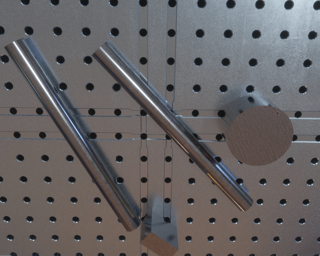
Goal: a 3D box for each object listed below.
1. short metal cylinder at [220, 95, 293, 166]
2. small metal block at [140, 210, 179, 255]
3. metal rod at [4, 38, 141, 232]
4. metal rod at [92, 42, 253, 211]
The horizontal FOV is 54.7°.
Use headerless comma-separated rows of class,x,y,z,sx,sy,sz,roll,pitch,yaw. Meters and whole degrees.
short metal cylinder,0.123,0.002,0.402,0.081,0.050,0.079,0,110,0
small metal block,-0.001,0.158,0.458,0.050,0.050,0.025,38,106,-13
metal rod,-0.108,0.022,0.420,0.025,0.025,0.299,-26,108,9
metal rod,0.026,0.008,0.416,0.025,0.025,0.300,-40,106,13
